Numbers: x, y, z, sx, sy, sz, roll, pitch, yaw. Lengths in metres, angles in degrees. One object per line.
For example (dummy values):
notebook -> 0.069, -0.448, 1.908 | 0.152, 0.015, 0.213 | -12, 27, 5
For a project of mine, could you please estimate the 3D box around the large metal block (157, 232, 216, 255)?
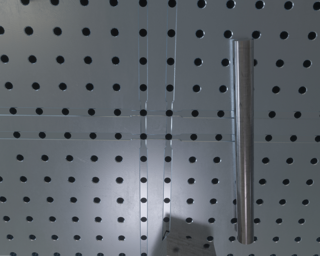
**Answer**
large metal block -> 0.036, 0.219, 0.481 | 0.080, 0.050, 0.079 | 17, 109, -7

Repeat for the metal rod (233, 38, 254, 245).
metal rod -> 0.116, 0.032, 0.426 | 0.025, 0.025, 0.298 | -6, 110, 2
